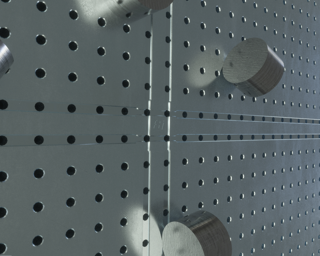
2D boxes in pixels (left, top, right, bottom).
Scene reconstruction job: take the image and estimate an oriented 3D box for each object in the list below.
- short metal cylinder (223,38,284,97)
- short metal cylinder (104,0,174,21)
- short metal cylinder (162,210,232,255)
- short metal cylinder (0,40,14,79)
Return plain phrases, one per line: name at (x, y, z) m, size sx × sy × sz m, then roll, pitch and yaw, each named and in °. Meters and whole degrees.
short metal cylinder at (0.149, -0.097, 0.497) m, size 0.050 × 0.080 × 0.080 m, roll 28°, pitch 72°, yaw -37°
short metal cylinder at (-0.026, -0.175, 0.370) m, size 0.081 × 0.050 × 0.079 m, roll 0°, pitch 90°, yaw -40°
short metal cylinder at (0.048, 0.157, 0.413) m, size 0.050 × 0.080 × 0.079 m, roll -9°, pitch 96°, yaw -40°
short metal cylinder at (-0.164, -0.056, 0.236) m, size 0.080 × 0.080 × 0.050 m, roll 41°, pitch 65°, yaw -33°
